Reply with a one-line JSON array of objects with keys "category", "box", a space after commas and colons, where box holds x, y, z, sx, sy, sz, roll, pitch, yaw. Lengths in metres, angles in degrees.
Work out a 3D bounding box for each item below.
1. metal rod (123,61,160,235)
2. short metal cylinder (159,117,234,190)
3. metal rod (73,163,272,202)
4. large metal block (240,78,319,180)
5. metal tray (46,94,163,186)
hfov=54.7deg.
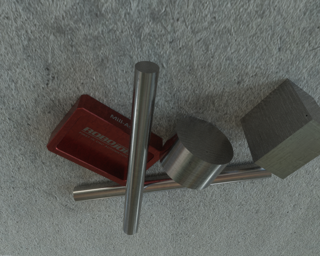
[{"category": "metal rod", "box": [-0.030, 0.051, 0.409, 0.025, 0.025, 0.298, 5, 130, -5]}, {"category": "short metal cylinder", "box": [0.046, 0.032, 0.399, 0.081, 0.080, 0.050, 19, 127, -16]}, {"category": "metal rod", "box": [0.015, 0.084, 0.478, 0.302, 0.025, 0.025, -8, 130, 6]}, {"category": "large metal block", "box": [0.152, 0.001, 0.374, 0.050, 0.080, 0.080, 29, 124, -23]}, {"category": "metal tray", "box": [-0.072, 0.022, 0.421, 0.131, 0.030, 0.090, 31, 123, -24]}]
